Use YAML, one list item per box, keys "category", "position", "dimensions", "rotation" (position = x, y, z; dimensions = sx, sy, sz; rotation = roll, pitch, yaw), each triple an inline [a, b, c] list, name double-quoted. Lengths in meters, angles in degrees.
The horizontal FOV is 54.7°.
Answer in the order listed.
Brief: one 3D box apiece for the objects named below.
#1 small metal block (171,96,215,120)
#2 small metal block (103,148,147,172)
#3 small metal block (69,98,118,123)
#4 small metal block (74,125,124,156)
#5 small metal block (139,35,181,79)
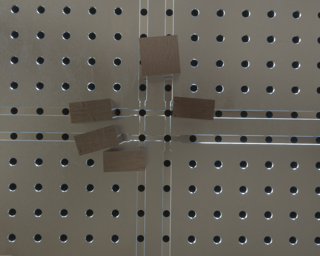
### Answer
- category: "small metal block"
  position: [0.041, -0.024, 0.401]
  dimensions: [0.050, 0.050, 0.025]
  rotation: [5, 90, -1]
- category: "small metal block"
  position: [-0.044, 0.040, 0.400]
  dimensions: [0.050, 0.050, 0.025]
  rotation: [-2, 90, -1]
- category: "small metal block"
  position: [-0.084, -0.021, 0.400]
  dimensions: [0.050, 0.050, 0.025]
  rotation: [-7, 90, 0]
- category: "small metal block"
  position: [-0.077, 0.015, 0.400]
  dimensions: [0.050, 0.050, 0.025]
  rotation: [-16, 90, 0]
- category: "small metal block"
  position: [0.000, -0.094, 0.413]
  dimensions: [0.050, 0.025, 0.050]
  rotation: [-5, 90, -1]
